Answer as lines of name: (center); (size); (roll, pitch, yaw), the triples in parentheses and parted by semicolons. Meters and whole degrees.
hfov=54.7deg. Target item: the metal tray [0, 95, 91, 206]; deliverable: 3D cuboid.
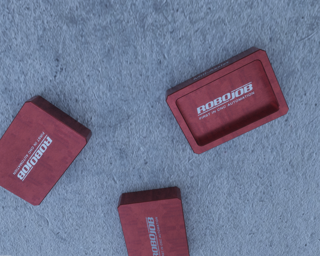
metal tray: (-0.166, 0.033, 0.418); (0.090, 0.030, 0.130); (36, 106, -13)

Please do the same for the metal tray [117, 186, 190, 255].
metal tray: (-0.006, 0.156, 0.464); (0.091, 0.030, 0.129); (-8, 110, 2)

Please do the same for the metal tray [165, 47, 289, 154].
metal tray: (0.084, -0.033, 0.395); (0.130, 0.030, 0.090); (-26, 108, 9)
